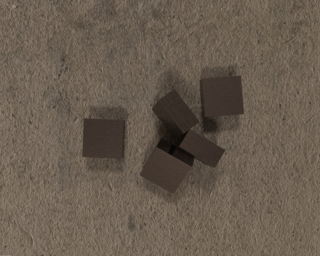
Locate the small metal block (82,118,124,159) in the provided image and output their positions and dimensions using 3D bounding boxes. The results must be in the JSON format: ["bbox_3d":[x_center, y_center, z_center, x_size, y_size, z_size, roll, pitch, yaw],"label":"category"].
[{"bbox_3d":[-0.073,0.013,0.409,0.050,0.025,0.050,3,90,-1],"label":"small metal block"}]

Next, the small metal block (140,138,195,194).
[{"bbox_3d":[0.009,0.049,0.400,0.050,0.025,0.050,30,118,0],"label":"small metal block"}]

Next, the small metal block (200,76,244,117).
[{"bbox_3d":[0.081,-0.041,0.411,0.050,0.025,0.050,-4,90,-1],"label":"small metal block"}]

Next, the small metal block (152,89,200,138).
[{"bbox_3d":[0.018,-0.017,0.395,0.025,0.050,0.050,-37,90,-13],"label":"small metal block"}]

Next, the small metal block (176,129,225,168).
[{"bbox_3d":[0.050,0.026,0.397,0.050,0.050,0.025,31,85,-1],"label":"small metal block"}]
